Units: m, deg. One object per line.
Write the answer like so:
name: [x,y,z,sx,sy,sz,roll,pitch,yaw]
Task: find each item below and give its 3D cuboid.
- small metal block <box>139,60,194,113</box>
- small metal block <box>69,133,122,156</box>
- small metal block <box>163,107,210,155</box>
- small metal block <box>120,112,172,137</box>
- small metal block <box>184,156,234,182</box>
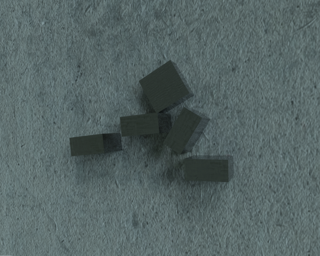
small metal block: [0.009,-0.052,0.406,0.050,0.025,0.050,-31,80,17]
small metal block: [-0.087,0.022,0.426,0.050,0.050,0.025,-7,88,20]
small metal block: [0.034,0.003,0.383,0.025,0.050,0.050,33,101,17]
small metal block: [-0.017,-0.004,0.402,0.050,0.050,0.025,-6,88,20]
small metal block: [0.061,0.048,0.374,0.050,0.050,0.025,-1,90,20]
